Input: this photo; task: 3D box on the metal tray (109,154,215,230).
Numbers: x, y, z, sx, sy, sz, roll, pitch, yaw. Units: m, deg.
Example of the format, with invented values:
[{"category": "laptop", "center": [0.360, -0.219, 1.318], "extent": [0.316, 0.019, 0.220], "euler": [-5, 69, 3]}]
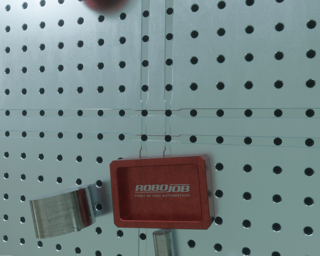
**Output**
[{"category": "metal tray", "center": [0.001, 0.083, 0.408], "extent": [0.130, 0.030, 0.089], "euler": [-5, 88, 19]}]

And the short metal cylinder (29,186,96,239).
[{"category": "short metal cylinder", "center": [-0.134, 0.114, 0.429], "extent": [0.080, 0.080, 0.050], "euler": [-14, 86, 19]}]

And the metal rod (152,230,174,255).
[{"category": "metal rod", "center": [0.021, 0.286, 0.404], "extent": [0.025, 0.025, 0.298], "euler": [-8, 87, 19]}]
